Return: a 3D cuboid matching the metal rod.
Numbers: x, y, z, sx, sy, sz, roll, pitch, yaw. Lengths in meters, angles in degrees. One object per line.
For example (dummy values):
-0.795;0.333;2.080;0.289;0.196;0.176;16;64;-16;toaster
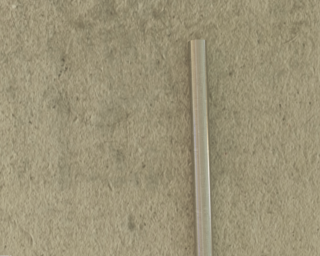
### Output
0.054;0.035;0.410;0.025;0.025;0.298;-2;90;-1;metal rod
